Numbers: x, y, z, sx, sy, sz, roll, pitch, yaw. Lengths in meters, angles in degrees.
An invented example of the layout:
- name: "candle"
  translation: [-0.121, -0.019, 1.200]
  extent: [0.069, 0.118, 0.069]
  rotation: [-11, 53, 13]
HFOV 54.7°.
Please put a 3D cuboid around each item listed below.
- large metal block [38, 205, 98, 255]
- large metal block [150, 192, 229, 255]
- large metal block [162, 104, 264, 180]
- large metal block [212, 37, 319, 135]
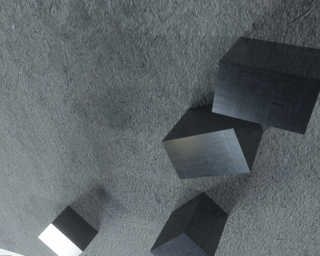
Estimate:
- name: "large metal block"
  translation: [-0.184, 0.214, 0.620]
  extent: [0.080, 0.050, 0.080]
  rotation: [43, 129, -2]
- name: "large metal block"
  translation: [0.043, 0.150, 0.441]
  extent: [0.050, 0.080, 0.080]
  rotation: [44, 129, -2]
- name: "large metal block"
  translation: [0.061, 0.010, 0.345]
  extent: [0.080, 0.080, 0.050]
  rotation: [-12, 112, 33]
- name: "large metal block"
  translation: [0.102, -0.044, 0.290]
  extent: [0.080, 0.080, 0.050]
  rotation: [16, 125, 19]
